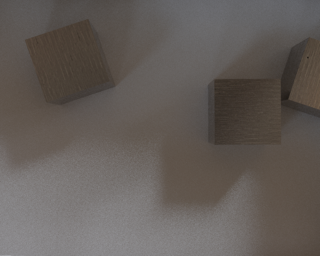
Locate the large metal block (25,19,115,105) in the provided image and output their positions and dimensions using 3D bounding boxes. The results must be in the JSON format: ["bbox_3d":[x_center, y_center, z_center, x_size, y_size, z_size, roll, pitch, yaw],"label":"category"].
[{"bbox_3d":[-0.112,-0.081,0.398,0.080,0.050,0.080,-19,90,0],"label":"large metal block"}]

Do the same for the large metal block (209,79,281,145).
[{"bbox_3d":[0.106,-0.020,0.400,0.081,0.050,0.080,0,90,0],"label":"large metal block"}]

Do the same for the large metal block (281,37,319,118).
[{"bbox_3d":[0.206,-0.060,0.400,0.080,0.050,0.080,18,90,0],"label":"large metal block"}]
